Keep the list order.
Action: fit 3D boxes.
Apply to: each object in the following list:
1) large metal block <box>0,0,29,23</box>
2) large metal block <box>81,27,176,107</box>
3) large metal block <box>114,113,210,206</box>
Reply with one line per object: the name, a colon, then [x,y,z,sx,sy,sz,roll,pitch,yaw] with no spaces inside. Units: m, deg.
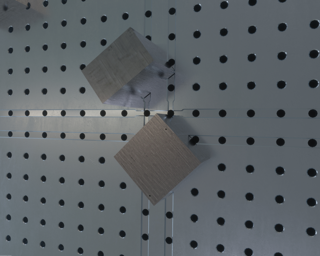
large metal block: [-0.267,-0.222,0.495,0.080,0.050,0.080,-18,84,19]
large metal block: [-0.037,-0.072,0.397,0.080,0.080,0.050,-37,78,16]
large metal block: [0.003,0.038,0.399,0.080,0.050,0.080,-45,76,14]
